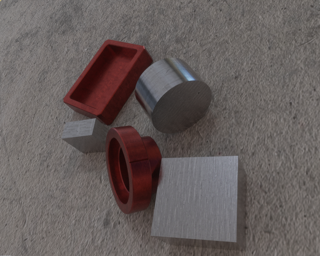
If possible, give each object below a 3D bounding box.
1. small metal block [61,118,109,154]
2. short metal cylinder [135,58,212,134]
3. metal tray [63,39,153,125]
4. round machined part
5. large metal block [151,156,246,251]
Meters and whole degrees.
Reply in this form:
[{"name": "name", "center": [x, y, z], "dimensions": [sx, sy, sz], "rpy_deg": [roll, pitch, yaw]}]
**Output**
[{"name": "small metal block", "center": [-0.098, 0.012, 0.430], "dimensions": [0.050, 0.050, 0.025], "rpy_deg": [-7, 59, 24]}, {"name": "short metal cylinder", "center": [0.016, -0.039, 0.383], "dimensions": [0.080, 0.080, 0.050], "rpy_deg": [-37, 51, 4]}, {"name": "metal tray", "center": [-0.082, -0.076, 0.487], "dimensions": [0.090, 0.030, 0.130], "rpy_deg": [21, 73, 35]}, {"name": "round machined part", "center": [-0.028, 0.045, 0.356], "dimensions": [0.042, 0.097, 0.098], "rpy_deg": [-8, 47, -24]}, {"name": "large metal block", "center": [0.043, 0.076, 0.316], "dimensions": [0.080, 0.050, 0.080], "rpy_deg": [-4, 60, 23]}]
